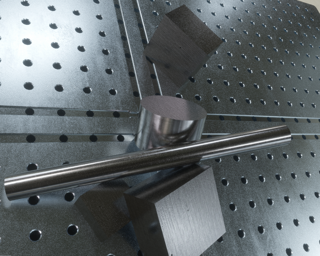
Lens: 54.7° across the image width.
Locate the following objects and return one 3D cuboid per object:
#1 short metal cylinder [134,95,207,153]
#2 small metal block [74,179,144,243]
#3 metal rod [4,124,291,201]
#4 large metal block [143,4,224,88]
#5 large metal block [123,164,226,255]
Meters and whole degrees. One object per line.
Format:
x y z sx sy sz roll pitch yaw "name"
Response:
0.012 -0.003 0.377 0.081 0.050 0.080 9 23 -4 "short metal cylinder"
-0.053 0.084 0.330 0.050 0.025 0.050 -30 79 -38 "small metal block"
0.000 0.033 0.330 0.302 0.025 0.025 -10 66 -13 "metal rod"
0.033 -0.121 0.467 0.080 0.080 0.050 45 51 2 "large metal block"
0.018 0.090 0.326 0.081 0.050 0.079 -25 108 -37 "large metal block"
